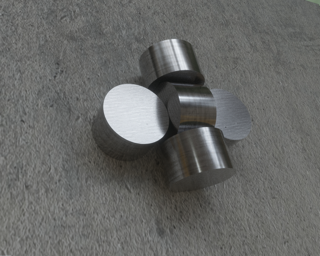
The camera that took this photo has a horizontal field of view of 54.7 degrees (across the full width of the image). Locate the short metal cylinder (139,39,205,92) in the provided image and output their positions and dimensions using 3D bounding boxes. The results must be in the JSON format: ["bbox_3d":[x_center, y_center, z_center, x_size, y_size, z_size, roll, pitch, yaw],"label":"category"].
[{"bbox_3d":[0.015,-0.075,0.424,0.081,0.080,0.050,0,62,-28],"label":"short metal cylinder"}]

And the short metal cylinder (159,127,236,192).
[{"bbox_3d":[0.044,0.040,0.370,0.081,0.080,0.050,0,62,-28],"label":"short metal cylinder"}]

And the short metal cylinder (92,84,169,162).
[{"bbox_3d":[-0.036,-0.006,0.373,0.081,0.050,0.080,14,55,-21],"label":"short metal cylinder"}]

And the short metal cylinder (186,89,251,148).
[{"bbox_3d":[0.080,-0.008,0.436,0.081,0.050,0.080,13,57,-21],"label":"short metal cylinder"}]

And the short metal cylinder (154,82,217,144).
[{"bbox_3d":[0.027,-0.017,0.396,0.050,0.080,0.080,0,62,-28],"label":"short metal cylinder"}]
